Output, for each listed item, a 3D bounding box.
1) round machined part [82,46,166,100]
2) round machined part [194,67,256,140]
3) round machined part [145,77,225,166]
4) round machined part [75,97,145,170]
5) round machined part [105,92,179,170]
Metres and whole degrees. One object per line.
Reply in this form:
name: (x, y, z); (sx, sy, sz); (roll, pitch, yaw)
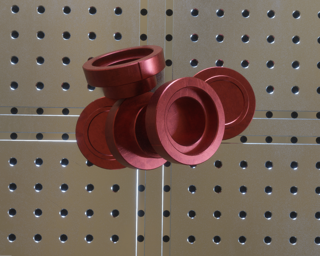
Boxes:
round machined part: (-0.041, -0.068, 0.381); (0.099, 0.098, 0.042); (-12, 116, -1)
round machined part: (0.077, -0.032, 0.406); (0.099, 0.042, 0.097); (0, 90, -1)
round machined part: (0.025, -0.007, 0.357); (0.099, 0.042, 0.097); (1, 88, -33)
round machined part: (-0.061, 0.006, 0.404); (0.099, 0.042, 0.097); (0, 90, -1)
round machined part: (-0.014, 0.003, 0.381); (0.099, 0.042, 0.097); (3, 85, -37)
